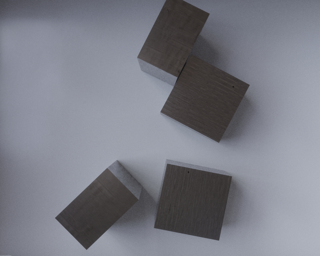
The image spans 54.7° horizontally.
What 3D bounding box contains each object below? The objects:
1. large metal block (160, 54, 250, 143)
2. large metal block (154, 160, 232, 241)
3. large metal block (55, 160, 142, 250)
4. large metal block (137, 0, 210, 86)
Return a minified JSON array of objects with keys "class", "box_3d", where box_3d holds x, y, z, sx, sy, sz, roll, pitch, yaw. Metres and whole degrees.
[{"class":"large metal block","box_3d":[0.055,-0.036,0.400,0.080,0.050,0.080,28,90,-1]},{"class":"large metal block","box_3d":[0.040,0.090,0.400,0.080,0.050,0.080,11,90,-1]},{"class":"large metal block","box_3d":[-0.070,0.089,0.383,0.080,0.080,0.050,-44,91,0]},{"class":"large metal block","box_3d":[0.015,-0.103,0.384,0.050,0.080,0.080,27,90,-1]}]
